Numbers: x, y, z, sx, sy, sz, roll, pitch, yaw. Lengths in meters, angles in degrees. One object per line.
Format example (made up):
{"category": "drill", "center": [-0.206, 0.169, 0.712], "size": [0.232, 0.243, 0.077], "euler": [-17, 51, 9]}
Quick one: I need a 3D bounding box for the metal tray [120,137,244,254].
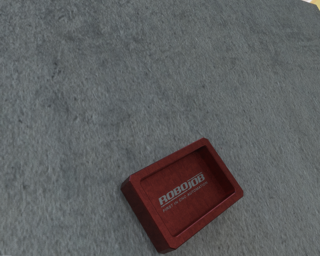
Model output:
{"category": "metal tray", "center": [0.030, 0.075, 0.372], "size": [0.131, 0.030, 0.090], "euler": [-24, 75, -37]}
